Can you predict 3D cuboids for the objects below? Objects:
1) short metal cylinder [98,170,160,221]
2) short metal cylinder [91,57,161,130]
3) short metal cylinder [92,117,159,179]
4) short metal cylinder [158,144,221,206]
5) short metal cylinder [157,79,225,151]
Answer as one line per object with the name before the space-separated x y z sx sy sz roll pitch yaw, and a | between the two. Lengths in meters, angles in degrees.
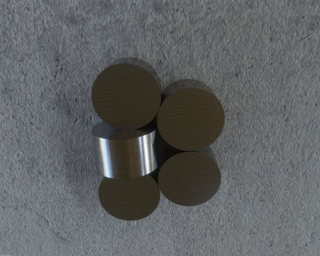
short metal cylinder | -0.040 0.079 0.426 0.080 0.050 0.079 0 110 1
short metal cylinder | -0.039 -0.044 0.381 0.080 0.050 0.079 0 110 1
short metal cylinder | -0.042 0.022 0.389 0.080 0.080 0.050 -3 110 1
short metal cylinder | 0.038 0.057 0.418 0.080 0.050 0.079 0 111 1
short metal cylinder | 0.037 -0.018 0.391 0.081 0.050 0.079 0 111 0
